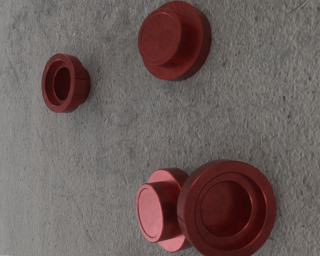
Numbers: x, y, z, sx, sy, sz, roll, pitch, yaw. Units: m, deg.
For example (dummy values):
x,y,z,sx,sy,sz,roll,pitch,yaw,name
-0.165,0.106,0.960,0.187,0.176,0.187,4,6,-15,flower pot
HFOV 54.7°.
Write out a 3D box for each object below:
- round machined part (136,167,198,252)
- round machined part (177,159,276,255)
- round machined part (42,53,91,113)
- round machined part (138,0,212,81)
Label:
x,y,z,sx,sy,sz,roll,pitch,yaw,name
0.004,0.098,0.371,0.098,0.042,0.097,5,96,60,round machined part
0.064,0.081,0.317,0.042,0.099,0.097,176,93,-75,round machined part
-0.154,-0.074,0.522,0.098,0.042,0.097,0,90,40,round machined part
0.011,-0.109,0.385,0.098,0.042,0.097,0,90,40,round machined part
